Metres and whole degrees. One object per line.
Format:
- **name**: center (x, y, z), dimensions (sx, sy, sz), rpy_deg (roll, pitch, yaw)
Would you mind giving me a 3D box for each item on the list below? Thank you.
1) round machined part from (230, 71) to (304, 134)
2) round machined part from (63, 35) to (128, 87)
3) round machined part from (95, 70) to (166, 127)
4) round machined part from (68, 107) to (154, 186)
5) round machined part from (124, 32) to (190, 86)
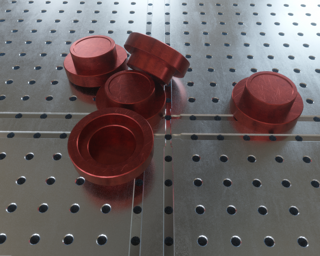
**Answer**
- **round machined part**: center (0.151, -0.043, 0.434), dimensions (0.099, 0.042, 0.098), rpy_deg (0, 50, 0)
- **round machined part**: center (-0.100, -0.109, 0.480), dimensions (0.099, 0.042, 0.098), rpy_deg (-2, 44, 3)
- **round machined part**: center (-0.041, -0.044, 0.433), dimensions (0.099, 0.042, 0.098), rpy_deg (0, 50, 0)
- **round machined part**: center (-0.056, 0.025, 0.372), dimensions (0.099, 0.042, 0.098), rpy_deg (0, 53, 0)
- **round machined part**: center (-0.009, -0.096, 0.453), dimensions (0.098, 0.098, 0.042), rpy_deg (27, 91, 20)
